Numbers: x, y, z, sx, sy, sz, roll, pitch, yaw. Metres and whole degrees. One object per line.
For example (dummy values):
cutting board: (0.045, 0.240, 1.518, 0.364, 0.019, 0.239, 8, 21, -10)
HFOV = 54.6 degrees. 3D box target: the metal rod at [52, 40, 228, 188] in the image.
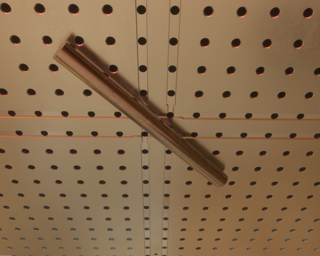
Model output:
metal rod: (-0.007, -0.002, 0.410, 0.025, 0.025, 0.301, -35, 122, 26)
